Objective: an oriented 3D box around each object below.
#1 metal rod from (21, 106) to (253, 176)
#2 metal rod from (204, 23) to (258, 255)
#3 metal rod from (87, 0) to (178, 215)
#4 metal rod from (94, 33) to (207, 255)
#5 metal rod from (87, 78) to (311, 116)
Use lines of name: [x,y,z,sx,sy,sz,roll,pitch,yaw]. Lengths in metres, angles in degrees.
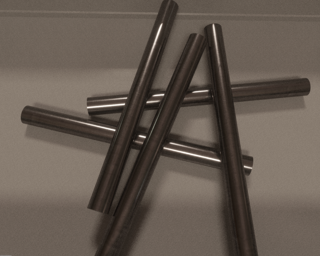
metal rod: [-0.032,0.015,0.403,0.302,0.025,0.025,13,71,4]
metal rod: [0.083,0.002,0.382,0.025,0.025,0.299,-3,70,-2]
metal rod: [-0.027,-0.041,0.396,0.025,0.025,0.299,16,70,5]
metal rod: [-0.006,0.017,0.376,0.025,0.025,0.299,21,77,7]
metal rod: [0.054,-0.043,0.426,0.302,0.025,0.025,-5,70,-3]
